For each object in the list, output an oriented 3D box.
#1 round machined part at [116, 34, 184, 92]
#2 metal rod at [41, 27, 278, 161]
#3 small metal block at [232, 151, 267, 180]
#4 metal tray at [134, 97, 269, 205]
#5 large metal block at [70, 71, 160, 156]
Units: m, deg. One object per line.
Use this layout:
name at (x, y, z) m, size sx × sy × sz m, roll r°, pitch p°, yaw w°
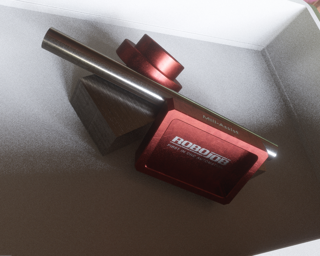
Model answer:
round machined part at (-0.007, -0.086, 0.410) m, size 0.098 × 0.042 × 0.098 m, roll 39°, pitch 13°, yaw -10°
metal rod at (0.011, -0.033, 0.365) m, size 0.301 × 0.025 × 0.025 m, roll 26°, pitch 53°, yaw -13°
small metal block at (0.115, 0.043, 0.425) m, size 0.025 × 0.050 × 0.050 m, roll 14°, pitch 56°, yaw -21°
metal tray at (0.047, 0.031, 0.366) m, size 0.131 × 0.089 × 0.030 m, roll 24°, pitch 25°, yaw -15°
large metal block at (-0.049, -0.024, 0.377) m, size 0.081 × 0.050 × 0.080 m, roll -25°, pitch 76°, yaw -37°
